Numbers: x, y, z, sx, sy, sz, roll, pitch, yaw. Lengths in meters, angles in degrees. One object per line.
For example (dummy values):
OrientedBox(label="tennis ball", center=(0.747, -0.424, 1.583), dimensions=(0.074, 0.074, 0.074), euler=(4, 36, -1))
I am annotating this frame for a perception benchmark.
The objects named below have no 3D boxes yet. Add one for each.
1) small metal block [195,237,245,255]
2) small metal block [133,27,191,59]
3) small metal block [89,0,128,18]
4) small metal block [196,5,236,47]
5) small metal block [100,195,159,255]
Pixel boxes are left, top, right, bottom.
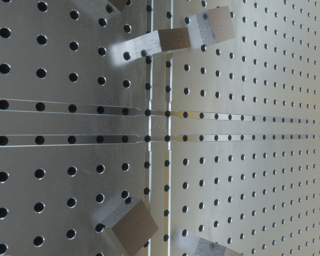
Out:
OrientedBox(label="small metal block", center=(0.090, 0.191, 0.467), dimensions=(0.050, 0.050, 0.025), euler=(36, 68, -34))
OrientedBox(label="small metal block", center=(0.002, -0.108, 0.393), dimensions=(0.050, 0.050, 0.025), euler=(-19, 103, -38))
OrientedBox(label="small metal block", center=(-0.060, -0.166, 0.358), dimensions=(0.050, 0.025, 0.050), euler=(35, 69, -35))
OrientedBox(label="small metal block", center=(0.087, -0.158, 0.480), dimensions=(0.050, 0.025, 0.050), euler=(-27, 107, -37))
OrientedBox(label="small metal block", center=(-0.036, 0.120, 0.378), dimensions=(0.050, 0.025, 0.050), euler=(-40, 114, -33))
